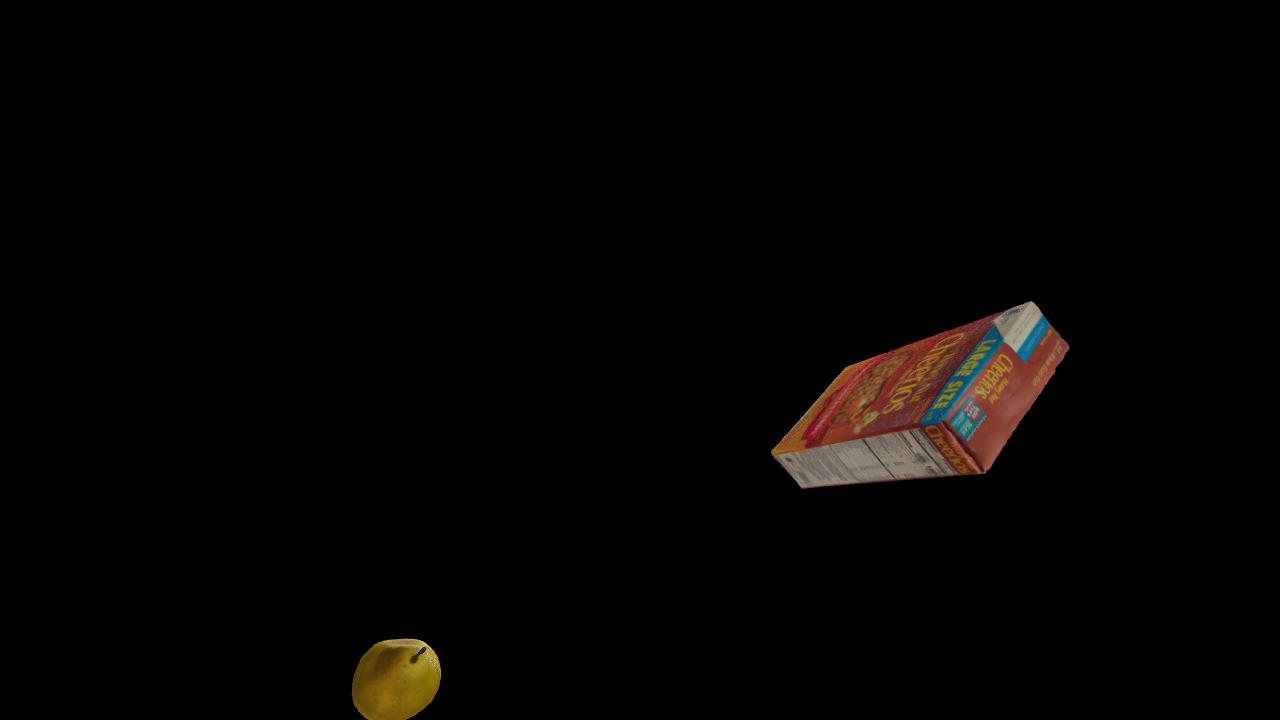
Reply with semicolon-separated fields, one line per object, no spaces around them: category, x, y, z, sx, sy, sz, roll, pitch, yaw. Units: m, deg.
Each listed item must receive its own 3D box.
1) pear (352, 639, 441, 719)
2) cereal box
pear;-0.224;0.293;0.572;0.080;0.080;0.111;0;-36;-24
cereal box;0.317;0.056;0.743;0.203;0.081;0.306;-42;2;-24
